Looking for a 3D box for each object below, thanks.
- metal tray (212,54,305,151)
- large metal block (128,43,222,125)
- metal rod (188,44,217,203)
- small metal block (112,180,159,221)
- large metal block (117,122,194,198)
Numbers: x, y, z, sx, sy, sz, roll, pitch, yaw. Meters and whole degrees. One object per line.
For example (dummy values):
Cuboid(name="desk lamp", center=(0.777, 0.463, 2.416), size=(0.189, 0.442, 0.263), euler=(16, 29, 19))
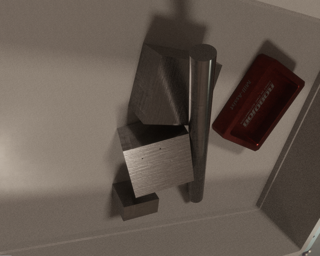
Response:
Cuboid(name="metal tray", center=(0.149, -0.034, 0.467), size=(0.091, 0.030, 0.129), euler=(21, 107, -36))
Cuboid(name="large metal block", center=(0.016, -0.050, 0.372), size=(0.081, 0.050, 0.079), euler=(2, 118, -30))
Cuboid(name="metal rod", center=(0.049, 0.023, 0.397), size=(0.025, 0.025, 0.299), euler=(-25, 145, -14))
Cuboid(name="small metal block", center=(-0.035, 0.098, 0.436), size=(0.050, 0.050, 0.025), euler=(-8, 122, -25))
Cuboid(name="large metal block", center=(-0.005, 0.035, 0.405), size=(0.081, 0.050, 0.079), euler=(-15, 126, -8))
